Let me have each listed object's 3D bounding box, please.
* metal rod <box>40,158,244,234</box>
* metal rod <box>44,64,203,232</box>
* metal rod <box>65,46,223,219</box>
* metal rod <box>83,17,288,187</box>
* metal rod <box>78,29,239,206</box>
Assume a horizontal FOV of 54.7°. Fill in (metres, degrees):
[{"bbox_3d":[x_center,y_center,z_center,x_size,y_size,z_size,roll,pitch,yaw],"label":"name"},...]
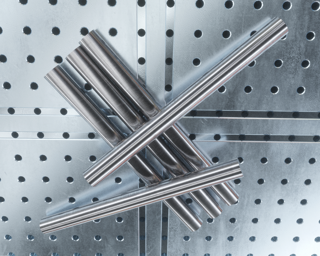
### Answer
[{"bbox_3d":[-0.036,0.098,0.427,0.301,0.025,0.025,-20,109,15],"label":"metal rod"},{"bbox_3d":[-0.040,0.038,0.426,0.025,0.025,0.300,-37,106,12],"label":"metal rod"},{"bbox_3d":[-0.012,0.016,0.419,0.025,0.025,0.300,-37,106,12],"label":"metal rod"},{"bbox_3d":[0.028,-0.029,0.381,0.300,0.025,0.025,-39,106,4],"label":"metal rod"},{"bbox_3d":[0.008,-0.003,0.412,0.025,0.025,0.300,-39,106,13],"label":"metal rod"}]
